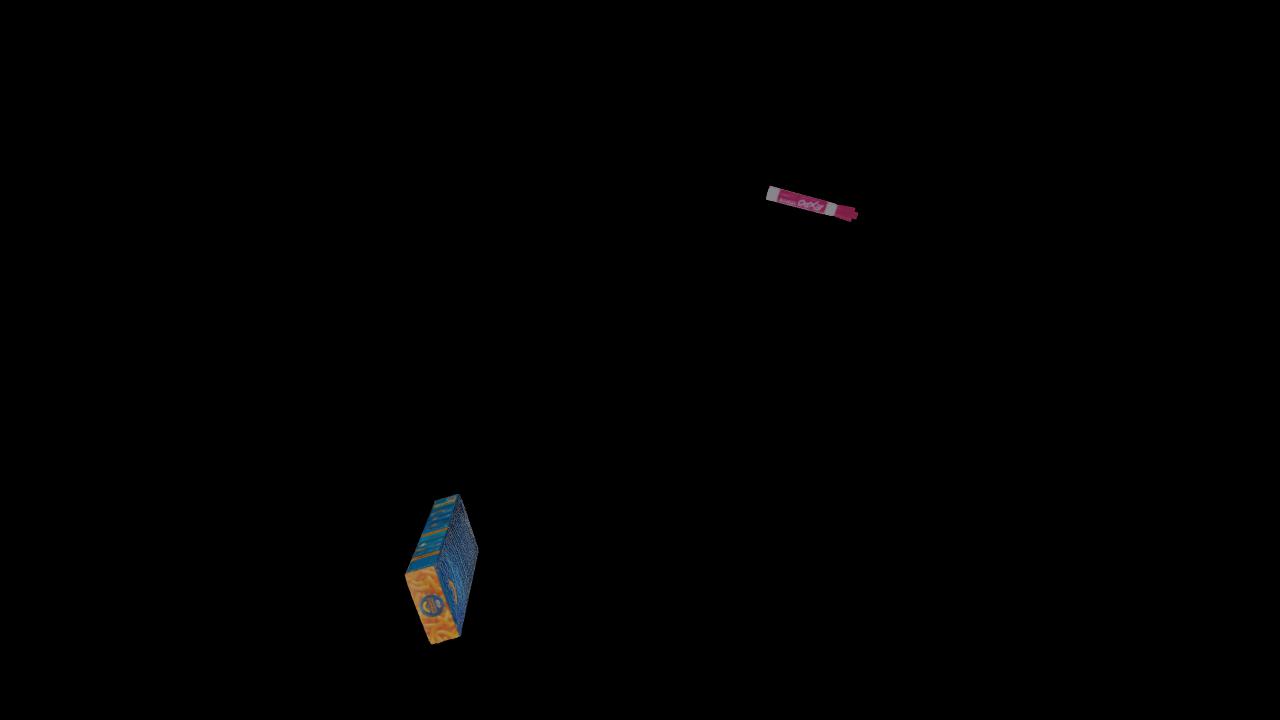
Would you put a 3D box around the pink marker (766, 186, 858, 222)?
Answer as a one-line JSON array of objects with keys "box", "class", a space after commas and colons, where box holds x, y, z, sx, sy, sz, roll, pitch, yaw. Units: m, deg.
[{"box": [0.228, -0.207, 0.817, 0.121, 0.020, 0.020, 19, 4, 12], "class": "pink marker"}]

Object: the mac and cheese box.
[{"box": [-0.234, 0.244, 0.745, 0.041, 0.093, 0.184, -14, 13, -5], "class": "mac and cheese box"}]
